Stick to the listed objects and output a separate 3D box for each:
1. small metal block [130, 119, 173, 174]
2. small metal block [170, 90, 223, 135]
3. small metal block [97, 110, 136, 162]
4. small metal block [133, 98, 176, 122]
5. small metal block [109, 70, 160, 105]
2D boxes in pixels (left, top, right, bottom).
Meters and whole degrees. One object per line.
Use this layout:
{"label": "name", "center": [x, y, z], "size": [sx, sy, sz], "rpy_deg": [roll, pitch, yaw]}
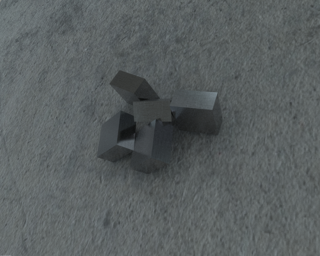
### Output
{"label": "small metal block", "center": [-0.011, 0.024, 0.379], "size": [0.050, 0.025, 0.050], "rpy_deg": [-32, 43, 50]}
{"label": "small metal block", "center": [0.044, -0.018, 0.370], "size": [0.050, 0.050, 0.025], "rpy_deg": [7, 58, 23]}
{"label": "small metal block", "center": [-0.057, 0.012, 0.412], "size": [0.050, 0.025, 0.050], "rpy_deg": [-31, 46, 43]}
{"label": "small metal block", "center": [0.000, -0.024, 0.396], "size": [0.050, 0.050, 0.025], "rpy_deg": [0, 99, 24]}
{"label": "small metal block", "center": [-0.035, -0.051, 0.436], "size": [0.050, 0.050, 0.025], "rpy_deg": [24, 75, 36]}
